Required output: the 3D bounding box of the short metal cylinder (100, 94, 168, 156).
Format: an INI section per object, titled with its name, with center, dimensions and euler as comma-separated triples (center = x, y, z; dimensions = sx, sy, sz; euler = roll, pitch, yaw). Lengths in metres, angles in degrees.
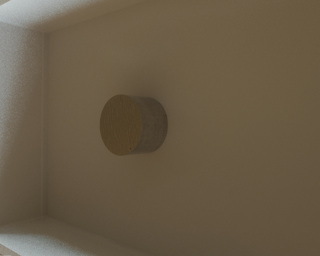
[short metal cylinder]
center = -0.036, -0.004, 0.422
dimensions = 0.080, 0.050, 0.080
euler = 0, 90, 40
